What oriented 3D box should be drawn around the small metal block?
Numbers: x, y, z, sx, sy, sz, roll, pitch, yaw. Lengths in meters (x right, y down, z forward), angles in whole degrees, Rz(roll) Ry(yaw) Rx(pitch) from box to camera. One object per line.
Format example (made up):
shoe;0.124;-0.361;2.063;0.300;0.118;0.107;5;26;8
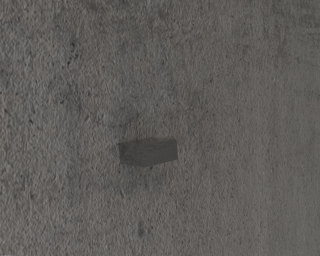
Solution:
small metal block;-0.015;0.028;0.375;0.050;0.050;0.025;-8;96;-40
